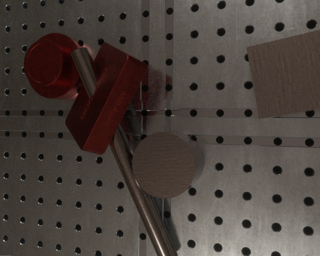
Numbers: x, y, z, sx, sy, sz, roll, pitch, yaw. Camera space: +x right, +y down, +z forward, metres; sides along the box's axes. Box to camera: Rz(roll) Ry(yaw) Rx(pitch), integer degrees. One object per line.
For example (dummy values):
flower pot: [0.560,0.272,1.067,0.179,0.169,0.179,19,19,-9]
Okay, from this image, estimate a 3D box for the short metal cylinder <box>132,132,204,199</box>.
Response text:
short metal cylinder: [0.012,0.045,0.394,0.080,0.050,0.079,0,90,19]

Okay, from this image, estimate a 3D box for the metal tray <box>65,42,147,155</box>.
metal tray: [-0.076,-0.041,0.410,0.090,0.030,0.129,40,105,51]

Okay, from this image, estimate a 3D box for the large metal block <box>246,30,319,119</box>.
large metal block: [0.147,-0.056,0.348,0.080,0.050,0.080,-10,87,19]

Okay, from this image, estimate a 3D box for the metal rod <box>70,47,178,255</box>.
metal rod: [-0.048,0.035,0.410,0.025,0.025,0.299,-24,89,18]

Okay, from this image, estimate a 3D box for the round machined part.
round machined part: [-0.160,-0.093,0.458,0.098,0.042,0.097,0,90,19]
